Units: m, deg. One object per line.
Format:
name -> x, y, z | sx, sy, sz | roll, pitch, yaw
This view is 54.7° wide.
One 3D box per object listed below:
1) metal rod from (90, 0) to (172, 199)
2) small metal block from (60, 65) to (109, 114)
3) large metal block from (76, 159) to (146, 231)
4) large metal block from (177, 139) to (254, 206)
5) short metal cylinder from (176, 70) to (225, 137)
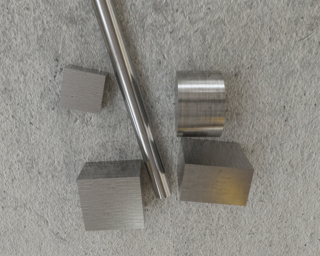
metal rod -> -0.035, -0.041, 0.394 | 0.025, 0.025, 0.298 | -15, 110, 5
small metal block -> -0.095, -0.049, 0.391 | 0.050, 0.025, 0.050 | 11, 110, -5
large metal block -> -0.064, 0.092, 0.430 | 0.080, 0.050, 0.079 | -3, 110, 1
large metal block -> 0.066, 0.054, 0.401 | 0.081, 0.080, 0.050 | 5, 110, -2
short metal cylinder -> 0.045, -0.029, 0.370 | 0.050, 0.080, 0.079 | 0, 110, 0
